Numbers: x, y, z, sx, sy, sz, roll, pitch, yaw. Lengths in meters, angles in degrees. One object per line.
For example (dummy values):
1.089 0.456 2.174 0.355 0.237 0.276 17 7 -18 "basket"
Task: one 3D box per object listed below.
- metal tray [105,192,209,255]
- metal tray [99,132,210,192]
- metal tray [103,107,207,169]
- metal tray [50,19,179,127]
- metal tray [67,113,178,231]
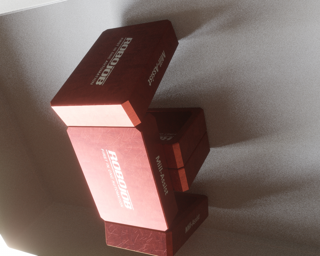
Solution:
0.001 0.119 0.410 0.090 0.131 0.030 0 97 27 "metal tray"
-0.012 0.035 0.394 0.130 0.090 0.030 1 119 27 "metal tray"
-0.019 0.008 0.380 0.130 0.090 0.030 1 119 27 "metal tray"
-0.043 -0.060 0.324 0.090 0.130 0.030 1 139 27 "metal tray"
-0.038 0.048 0.336 0.090 0.030 0.129 0 119 27 "metal tray"
